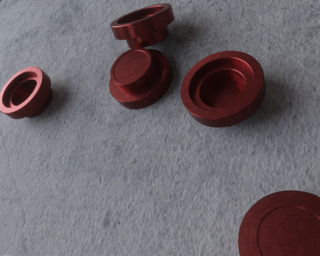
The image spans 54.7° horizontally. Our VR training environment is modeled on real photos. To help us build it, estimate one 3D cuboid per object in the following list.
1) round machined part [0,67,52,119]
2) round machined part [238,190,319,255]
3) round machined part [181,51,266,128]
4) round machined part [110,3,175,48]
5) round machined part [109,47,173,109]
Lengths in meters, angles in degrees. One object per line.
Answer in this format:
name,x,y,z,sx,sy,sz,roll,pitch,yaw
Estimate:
round machined part,-0.231,-0.057,0.547,0.098,0.042,0.098,-13,56,20
round machined part,0.117,0.101,0.269,0.098,0.042,0.098,-13,56,20
round machined part,0.078,-0.043,0.377,0.098,0.042,0.098,-13,56,20
round machined part,-0.024,-0.157,0.484,0.098,0.042,0.098,-14,30,9
round machined part,-0.034,-0.080,0.458,0.098,0.042,0.098,-13,56,20
